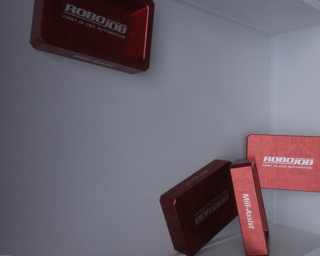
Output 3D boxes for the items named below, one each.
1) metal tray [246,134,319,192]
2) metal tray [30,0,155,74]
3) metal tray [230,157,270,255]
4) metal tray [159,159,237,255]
[{"bbox_3d":[0.213,0.057,0.522,0.030,0.131,0.089,10,82,-77],"label":"metal tray"},{"bbox_3d":[-0.069,-0.118,0.345,0.131,0.030,0.089,8,85,-40],"label":"metal tray"},{"bbox_3d":[0.137,0.113,0.465,0.090,0.030,0.129,1,78,-70],"label":"metal tray"},{"bbox_3d":[0.066,0.113,0.459,0.131,0.030,0.089,-26,106,-37],"label":"metal tray"}]
